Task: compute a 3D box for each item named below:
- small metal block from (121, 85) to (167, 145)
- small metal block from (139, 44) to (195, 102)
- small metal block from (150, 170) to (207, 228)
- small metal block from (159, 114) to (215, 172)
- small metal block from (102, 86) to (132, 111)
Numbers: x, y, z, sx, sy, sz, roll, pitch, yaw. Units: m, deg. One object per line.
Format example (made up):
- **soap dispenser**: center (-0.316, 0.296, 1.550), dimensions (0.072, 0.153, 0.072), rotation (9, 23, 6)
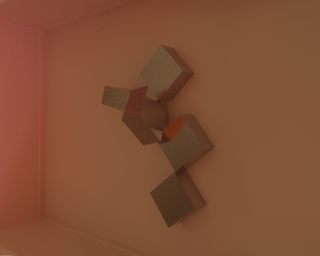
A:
- **small metal block**: center (-0.017, -0.015, 0.382), dimensions (0.025, 0.050, 0.050), rotation (-13, 44, 27)
- **small metal block**: center (0.008, -0.070, 0.399), dimensions (0.050, 0.025, 0.050), rotation (-50, 61, 28)
- **small metal block**: center (0.022, 0.088, 0.387), dimensions (0.050, 0.025, 0.050), rotation (-45, 64, 30)
- **small metal block**: center (0.030, 0.018, 0.381), dimensions (0.050, 0.025, 0.050), rotation (-44, 64, 30)
- **small metal block**: center (-0.042, -0.038, 0.423), dimensions (0.050, 0.050, 0.025), rotation (20, 103, 38)
